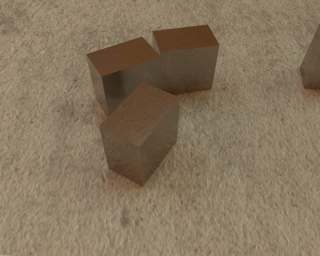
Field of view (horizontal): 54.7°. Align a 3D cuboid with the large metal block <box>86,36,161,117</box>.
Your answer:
[{"bbox_3d":[-0.047,-0.067,0.423,0.081,0.080,0.050,-24,54,-19],"label":"large metal block"}]

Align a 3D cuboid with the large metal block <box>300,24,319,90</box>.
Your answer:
[{"bbox_3d":[0.264,-0.100,0.455,0.080,0.080,0.050,7,51,5],"label":"large metal block"}]

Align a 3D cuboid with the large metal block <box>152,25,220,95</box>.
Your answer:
[{"bbox_3d":[0.034,-0.097,0.449,0.081,0.080,0.050,-9,51,-8],"label":"large metal block"}]

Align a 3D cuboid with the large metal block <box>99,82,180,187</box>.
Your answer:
[{"bbox_3d":[-0.020,0.008,0.361,0.050,0.080,0.080,25,54,19],"label":"large metal block"}]
